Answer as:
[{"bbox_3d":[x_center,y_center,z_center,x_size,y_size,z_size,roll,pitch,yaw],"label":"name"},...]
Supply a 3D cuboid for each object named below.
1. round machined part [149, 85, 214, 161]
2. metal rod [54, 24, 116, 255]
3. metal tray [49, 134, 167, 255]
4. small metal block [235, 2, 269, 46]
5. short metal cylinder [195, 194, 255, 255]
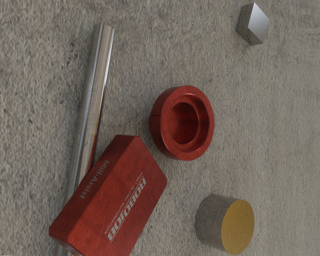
[{"bbox_3d":[0.025,-0.006,0.414,0.099,0.042,0.097,0,90,-40],"label":"round machined part"},{"bbox_3d":[-0.083,0.035,0.334,0.025,0.025,0.298,13,82,-39],"label":"metal rod"},{"bbox_3d":[-0.047,0.082,0.339,0.130,0.030,0.090,-58,135,-33],"label":"metal tray"},{"bbox_3d":[0.161,-0.180,0.539,0.050,0.025,0.050,27,73,-37],"label":"small metal block"},{"bbox_3d":[0.099,0.145,0.472,0.081,0.050,0.080,0,90,-40],"label":"short metal cylinder"}]
